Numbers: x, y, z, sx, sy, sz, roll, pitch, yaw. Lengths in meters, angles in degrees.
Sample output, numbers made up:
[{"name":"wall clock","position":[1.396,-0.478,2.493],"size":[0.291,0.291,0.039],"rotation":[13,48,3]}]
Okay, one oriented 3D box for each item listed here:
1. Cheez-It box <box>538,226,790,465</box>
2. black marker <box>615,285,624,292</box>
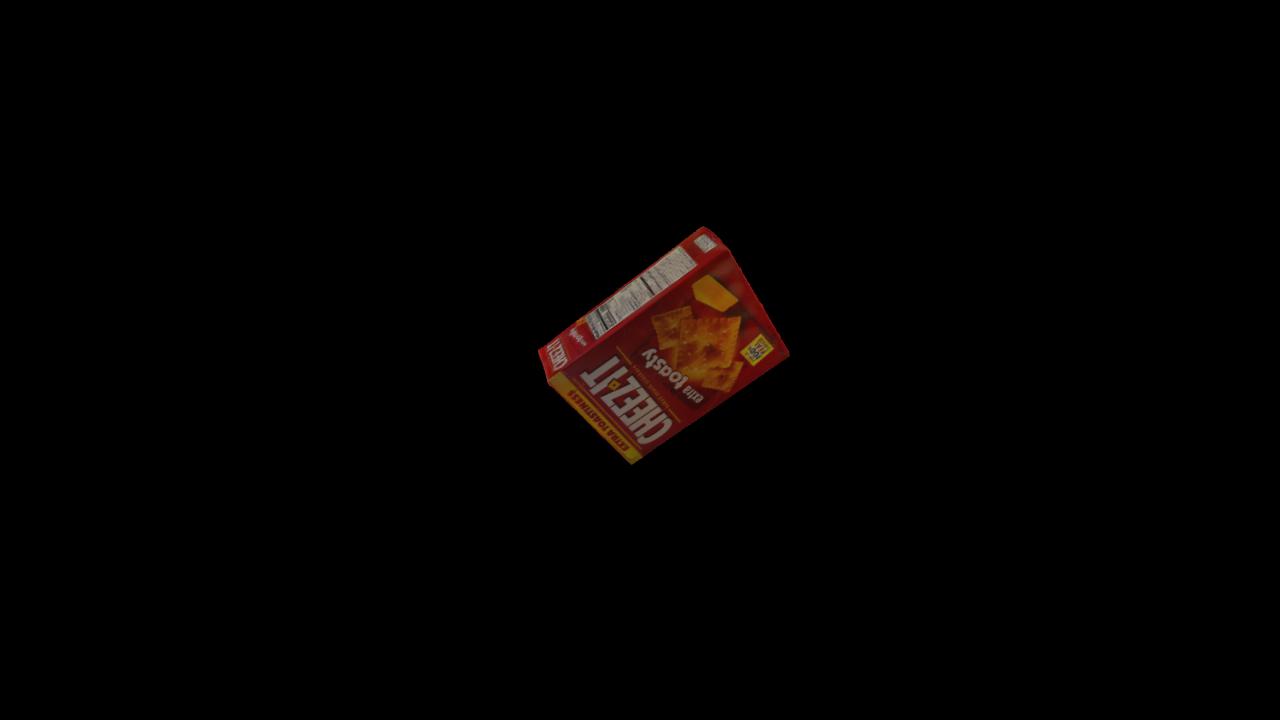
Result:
[{"name":"Cheez-It box","position":[0.028,-0.009,0.663],"size":[0.223,0.166,0.071],"rotation":[-35,36,5]},{"name":"black marker","position":[0.025,-0.068,0.761],"size":[0.121,0.020,0.020],"rotation":[14,-6,-24]}]
